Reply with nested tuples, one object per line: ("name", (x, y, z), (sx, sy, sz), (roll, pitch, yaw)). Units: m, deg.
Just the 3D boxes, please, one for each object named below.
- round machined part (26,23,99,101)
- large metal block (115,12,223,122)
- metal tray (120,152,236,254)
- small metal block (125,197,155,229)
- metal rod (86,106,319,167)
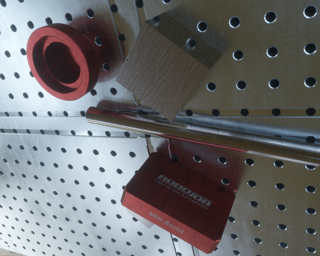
("round machined part", (-0.122, -0.088, 0.408), (0.098, 0.042, 0.097), (13, 124, 20))
("large metal block", (0.009, -0.068, 0.347), (0.080, 0.050, 0.080), (37, 129, 3))
("metal tray", (0.026, 0.094, 0.411), (0.130, 0.090, 0.030), (27, 128, 11))
("small metal block", (-0.020, 0.128, 0.499), (0.050, 0.025, 0.050), (38, 129, 2))
("metal rod", (0.037, 0.005, 0.393), (0.301, 0.025, 0.025), (10, 123, 22))
